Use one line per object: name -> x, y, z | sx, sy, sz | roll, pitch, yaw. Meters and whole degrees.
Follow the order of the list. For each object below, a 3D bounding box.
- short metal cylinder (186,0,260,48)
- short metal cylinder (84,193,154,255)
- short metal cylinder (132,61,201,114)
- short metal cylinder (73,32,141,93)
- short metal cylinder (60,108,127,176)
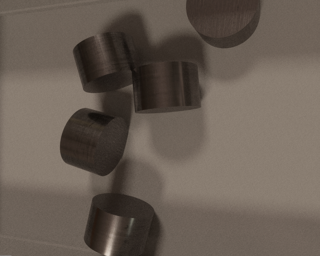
short metal cylinder -> 0.077, -0.141, 0.370 | 0.080, 0.050, 0.079 | 0, 90, 19
short metal cylinder -> -0.052, 0.122, 0.399 | 0.080, 0.080, 0.050 | 15, 95, 19
short metal cylinder -> 0.008, -0.047, 0.378 | 0.080, 0.080, 0.050 | -5, 88, 19
short metal cylinder -> -0.067, -0.083, 0.404 | 0.080, 0.080, 0.050 | -19, 84, 19
short metal cylinder -> -0.085, 0.018, 0.410 | 0.050, 0.080, 0.079 | 16, 95, 19
